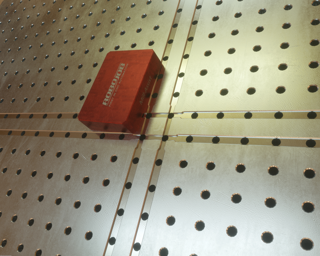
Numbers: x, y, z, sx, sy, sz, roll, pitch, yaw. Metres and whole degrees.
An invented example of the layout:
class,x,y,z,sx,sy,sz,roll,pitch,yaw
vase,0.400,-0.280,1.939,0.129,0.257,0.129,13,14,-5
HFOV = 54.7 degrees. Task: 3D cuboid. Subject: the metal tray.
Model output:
class,x,y,z,sx,sy,sz,roll,pitch,yaw
metal tray,-0.060,-0.058,0.471,0.090,0.030,0.130,5,64,30
